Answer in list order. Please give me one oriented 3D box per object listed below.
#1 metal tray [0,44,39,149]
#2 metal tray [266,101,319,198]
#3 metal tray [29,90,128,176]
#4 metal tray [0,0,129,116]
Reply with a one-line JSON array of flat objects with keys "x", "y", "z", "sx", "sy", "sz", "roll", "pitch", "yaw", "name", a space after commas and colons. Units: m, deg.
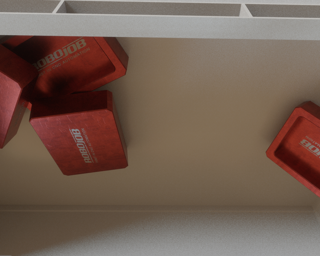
[{"x": -0.195, "y": -0.040, "z": 0.340, "sx": 0.090, "sy": 0.030, "sz": 0.129, "roll": 34, "pitch": 133, "yaw": -10, "name": "metal tray"}, {"x": 0.210, "y": 0.038, "z": 0.385, "sx": 0.030, "sy": 0.130, "sz": 0.089, "roll": -24, "pitch": 145, "yaw": -40, "name": "metal tray"}, {"x": -0.094, "y": 0.012, "z": 0.390, "sx": 0.091, "sy": 0.030, "sz": 0.129, "roll": -8, "pitch": 143, "yaw": -2, "name": "metal tray"}, {"x": -0.112, "y": -0.075, "z": 0.340, "sx": 0.130, "sy": 0.030, "sz": 0.090, "roll": -22, "pitch": 127, "yaw": 17, "name": "metal tray"}]
